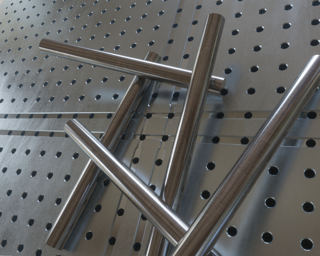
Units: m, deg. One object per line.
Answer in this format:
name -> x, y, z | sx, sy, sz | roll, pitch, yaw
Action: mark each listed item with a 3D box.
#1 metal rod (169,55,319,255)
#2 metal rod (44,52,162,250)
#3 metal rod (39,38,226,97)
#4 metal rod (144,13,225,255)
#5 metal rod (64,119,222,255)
metal rod -> 0.092, 0.028, 0.297 | 0.025, 0.025, 0.301 | 24, 60, 36
metal rod -> -0.070, 0.019, 0.431 | 0.025, 0.025, 0.300 | 14, 68, 33
metal rod -> -0.053, -0.093, 0.452 | 0.301, 0.025, 0.025 | 17, 70, 21
metal rod -> 0.034, -0.003, 0.365 | 0.025, 0.025, 0.299 | 6, 72, 31
metal rod -> -0.031, 0.065, 0.345 | 0.025, 0.025, 0.300 | -49, 50, -6
